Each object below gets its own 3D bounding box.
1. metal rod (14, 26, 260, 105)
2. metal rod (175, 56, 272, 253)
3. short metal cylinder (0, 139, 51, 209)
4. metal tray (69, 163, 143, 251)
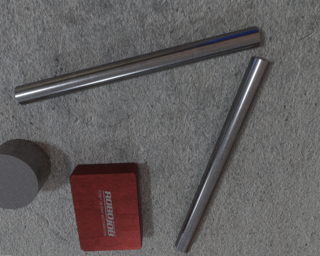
[{"bbox_3d":[-0.031,-0.075,0.381,0.301,0.025,0.025,-13,110,4],"label":"metal rod"},{"bbox_3d":[0.080,0.049,0.428,0.025,0.025,0.298,16,109,-6],"label":"metal rod"},{"bbox_3d":[-0.195,0.061,0.417,0.081,0.050,0.079,0,110,0],"label":"short metal cylinder"},{"bbox_3d":[-0.074,0.116,0.449,0.091,0.030,0.129,-2,110,0],"label":"metal tray"}]
